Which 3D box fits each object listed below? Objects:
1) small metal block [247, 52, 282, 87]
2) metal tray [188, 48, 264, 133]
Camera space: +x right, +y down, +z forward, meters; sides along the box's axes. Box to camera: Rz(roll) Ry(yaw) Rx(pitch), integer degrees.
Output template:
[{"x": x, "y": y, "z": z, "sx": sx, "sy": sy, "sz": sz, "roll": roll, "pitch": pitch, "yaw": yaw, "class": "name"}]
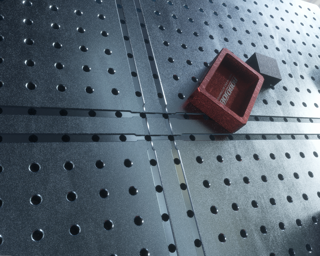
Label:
[{"x": 0.195, "y": -0.109, "z": 0.579, "sx": 0.050, "sy": 0.025, "sz": 0.050, "roll": 12, "pitch": 57, "yaw": -22, "class": "small metal block"}, {"x": 0.111, "y": -0.064, "z": 0.503, "sx": 0.090, "sy": 0.030, "sz": 0.130, "roll": 37, "pitch": 51, "yaw": -4, "class": "metal tray"}]
